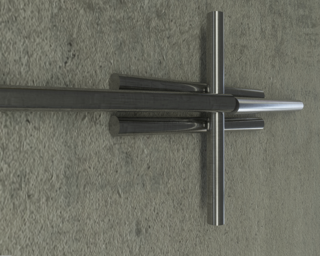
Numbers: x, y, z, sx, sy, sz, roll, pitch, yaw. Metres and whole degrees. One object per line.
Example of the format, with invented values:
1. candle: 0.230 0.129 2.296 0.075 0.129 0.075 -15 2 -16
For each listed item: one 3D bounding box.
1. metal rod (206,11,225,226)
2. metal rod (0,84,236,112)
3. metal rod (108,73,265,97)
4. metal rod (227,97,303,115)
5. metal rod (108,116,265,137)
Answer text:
1. metal rod: 0.079 -0.013 0.443 0.025 0.025 0.298 0 90 -40
2. metal rod: -0.035 -0.030 0.345 0.303 0.025 0.025 -2 91 -31
3. metal rod: 0.062 -0.055 0.459 0.302 0.025 0.025 -1 91 -40
4. metal rod: 0.194 -0.039 0.540 0.302 0.025 0.025 -5 94 -50
5. metal rod: 0.062 -0.005 0.460 0.302 0.025 0.025 -1 91 -40
